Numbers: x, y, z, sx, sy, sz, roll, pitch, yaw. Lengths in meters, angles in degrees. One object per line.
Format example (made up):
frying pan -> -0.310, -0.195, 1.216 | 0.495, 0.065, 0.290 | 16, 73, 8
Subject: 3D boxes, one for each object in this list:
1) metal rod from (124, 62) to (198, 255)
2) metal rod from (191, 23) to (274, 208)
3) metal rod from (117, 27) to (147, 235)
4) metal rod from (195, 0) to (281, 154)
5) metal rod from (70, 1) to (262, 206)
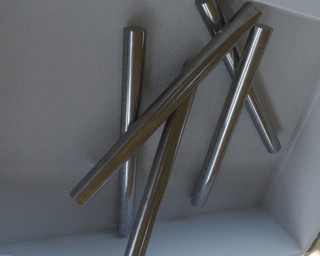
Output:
metal rod -> -0.003, 0.065, 0.378 | 0.025, 0.025, 0.299 | 19, 86, -36
metal rod -> 0.091, 0.004, 0.440 | 0.025, 0.025, 0.298 | -6, 127, -26
metal rod -> -0.040, 0.024, 0.401 | 0.025, 0.025, 0.298 | -8, 122, -24
metal rod -> 0.124, -0.056, 0.441 | 0.025, 0.025, 0.300 | -40, 130, -1
metal rod -> 0.004, -0.024, 0.361 | 0.300, 0.025, 0.025 | -47, 129, 5
